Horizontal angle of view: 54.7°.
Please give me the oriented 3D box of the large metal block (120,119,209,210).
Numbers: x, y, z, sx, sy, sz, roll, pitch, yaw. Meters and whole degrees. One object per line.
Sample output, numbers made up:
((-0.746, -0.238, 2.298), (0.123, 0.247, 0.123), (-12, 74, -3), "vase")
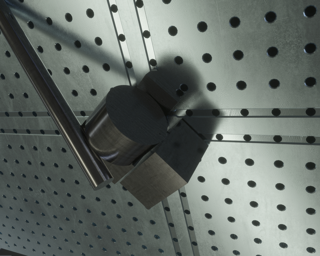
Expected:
((0.007, 0.046, 0.397), (0.050, 0.080, 0.080), (44, 129, -3), "large metal block")

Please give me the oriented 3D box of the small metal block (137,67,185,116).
((-0.005, -0.038, 0.390), (0.050, 0.025, 0.050), (41, 129, -1), "small metal block")

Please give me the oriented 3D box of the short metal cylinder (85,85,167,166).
((-0.039, -0.003, 0.360), (0.080, 0.080, 0.050), (45, 129, -4), "short metal cylinder")

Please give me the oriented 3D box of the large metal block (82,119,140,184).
((-0.056, 0.013, 0.413), (0.080, 0.080, 0.050), (44, 129, -3), "large metal block")

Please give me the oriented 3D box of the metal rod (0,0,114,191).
((-0.145, -0.056, 0.383), (0.299, 0.025, 0.025), (55, 131, 16), "metal rod")
